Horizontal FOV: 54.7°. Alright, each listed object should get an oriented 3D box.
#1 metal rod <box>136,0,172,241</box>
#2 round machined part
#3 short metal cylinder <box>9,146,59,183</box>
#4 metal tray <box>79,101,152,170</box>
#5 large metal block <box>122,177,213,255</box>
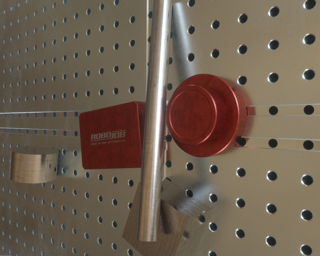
[{"bbox_3d":[-0.005,-0.022,0.375,0.025,0.025,0.299,-7,74,40],"label":"metal rod"},{"bbox_3d":[0.046,-0.015,0.360,0.098,0.042,0.097,0,90,40],"label":"round machined part"},{"bbox_3d":[-0.227,0.065,0.561,0.080,0.081,0.050,10,96,39],"label":"short metal cylinder"},{"bbox_3d":[-0.067,0.014,0.462,0.130,0.030,0.089,-8,85,39],"label":"metal tray"},{"bbox_3d":[0.007,0.119,0.387,0.080,0.050,0.079,28,108,36],"label":"large metal block"}]
